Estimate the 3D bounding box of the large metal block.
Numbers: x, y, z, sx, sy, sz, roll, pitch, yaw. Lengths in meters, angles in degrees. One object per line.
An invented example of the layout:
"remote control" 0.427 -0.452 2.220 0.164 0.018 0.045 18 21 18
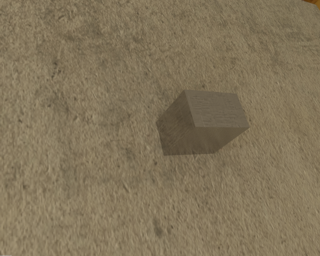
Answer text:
"large metal block" 0.052 -0.004 0.401 0.081 0.080 0.050 1 62 -28
